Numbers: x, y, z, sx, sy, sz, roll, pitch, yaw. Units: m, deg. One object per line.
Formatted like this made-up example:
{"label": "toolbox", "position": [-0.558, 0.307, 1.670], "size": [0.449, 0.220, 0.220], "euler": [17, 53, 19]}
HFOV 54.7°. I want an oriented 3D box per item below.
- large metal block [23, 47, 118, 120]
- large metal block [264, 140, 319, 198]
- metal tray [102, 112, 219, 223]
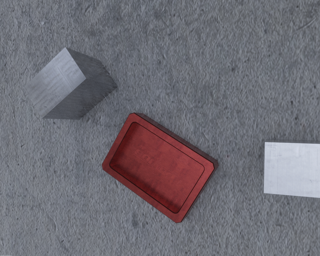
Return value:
{"label": "large metal block", "position": [-0.118, -0.056, 0.421], "size": [0.080, 0.080, 0.050], "euler": [-38, 78, 16]}
{"label": "large metal block", "position": [0.153, 0.039, 0.326], "size": [0.080, 0.080, 0.050], "euler": [1, 91, 20]}
{"label": "metal tray", "position": [-0.002, 0.049, 0.406], "size": [0.130, 0.030, 0.090], "euler": [33, 100, 17]}
